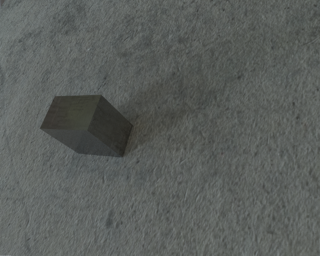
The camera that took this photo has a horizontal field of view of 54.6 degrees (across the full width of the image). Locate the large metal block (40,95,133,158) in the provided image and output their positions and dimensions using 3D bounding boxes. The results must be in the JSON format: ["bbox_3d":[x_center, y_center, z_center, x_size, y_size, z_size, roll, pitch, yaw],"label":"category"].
[{"bbox_3d":[-0.097,-0.001,0.421,0.080,0.080,0.050,2,63,29],"label":"large metal block"}]
